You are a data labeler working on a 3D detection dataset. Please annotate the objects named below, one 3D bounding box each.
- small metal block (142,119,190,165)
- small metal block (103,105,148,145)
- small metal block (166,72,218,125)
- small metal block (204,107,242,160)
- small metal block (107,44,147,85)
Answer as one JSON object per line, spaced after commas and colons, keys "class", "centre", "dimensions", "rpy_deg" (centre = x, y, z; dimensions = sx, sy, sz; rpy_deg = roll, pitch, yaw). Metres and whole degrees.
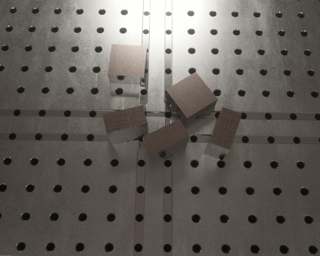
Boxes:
{"class": "small metal block", "centre": [0.007, 0.019, 0.392], "dimensions": [0.050, 0.050, 0.025], "rpy_deg": [-26, 73, -9]}
{"class": "small metal block", "centre": [-0.043, -0.003, 0.399], "dimensions": [0.050, 0.050, 0.025], "rpy_deg": [-14, 71, -5]}
{"class": "small metal block", "centre": [0.043, -0.041, 0.427], "dimensions": [0.050, 0.025, 0.050], "rpy_deg": [-32, 73, -11]}
{"class": "small metal block", "centre": [0.080, 0.008, 0.396], "dimensions": [0.025, 0.050, 0.050], "rpy_deg": [20, 71, 7]}
{"class": "small metal block", "centre": [-0.045, -0.091, 0.444], "dimensions": [0.050, 0.025, 0.050], "rpy_deg": [4, 70, 1]}
